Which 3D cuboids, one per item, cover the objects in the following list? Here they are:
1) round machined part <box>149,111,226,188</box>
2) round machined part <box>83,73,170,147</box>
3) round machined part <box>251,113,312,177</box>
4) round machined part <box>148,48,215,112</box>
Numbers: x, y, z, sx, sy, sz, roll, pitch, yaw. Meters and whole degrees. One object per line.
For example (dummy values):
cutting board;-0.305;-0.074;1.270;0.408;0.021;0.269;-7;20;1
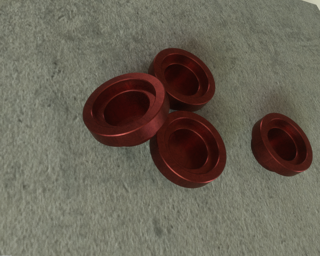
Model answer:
round machined part;0.031;0.030;0.393;0.099;0.042;0.098;14;56;-21
round machined part;-0.036;-0.017;0.364;0.098;0.042;0.098;-9;49;11
round machined part;0.180;0.029;0.475;0.099;0.042;0.098;14;56;-21
round machined part;0.027;-0.065;0.449;0.099;0.042;0.098;14;56;-21
